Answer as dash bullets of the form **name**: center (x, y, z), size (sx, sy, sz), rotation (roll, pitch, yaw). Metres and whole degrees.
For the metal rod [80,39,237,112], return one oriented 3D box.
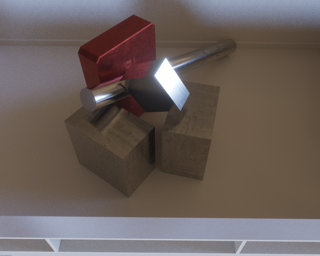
- **metal rod**: center (0.022, -0.083, 0.415), size (0.025, 0.025, 0.302), rotation (34, 41, 25)

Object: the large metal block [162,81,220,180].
- **large metal block**: center (0.036, 0.003, 0.367), size (0.050, 0.080, 0.080), rotation (10, 51, 8)

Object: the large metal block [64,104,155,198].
- **large metal block**: center (-0.053, 0.021, 0.351), size (0.080, 0.080, 0.050), rotation (29, 56, 22)

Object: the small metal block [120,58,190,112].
- **small metal block**: center (-0.005, -0.043, 0.327), size (0.050, 0.050, 0.025), rotation (0, 51, 42)

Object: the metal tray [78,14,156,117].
- **metal tray**: center (-0.045, -0.061, 0.385), size (0.030, 0.129, 0.090), rotation (33, 58, 25)
